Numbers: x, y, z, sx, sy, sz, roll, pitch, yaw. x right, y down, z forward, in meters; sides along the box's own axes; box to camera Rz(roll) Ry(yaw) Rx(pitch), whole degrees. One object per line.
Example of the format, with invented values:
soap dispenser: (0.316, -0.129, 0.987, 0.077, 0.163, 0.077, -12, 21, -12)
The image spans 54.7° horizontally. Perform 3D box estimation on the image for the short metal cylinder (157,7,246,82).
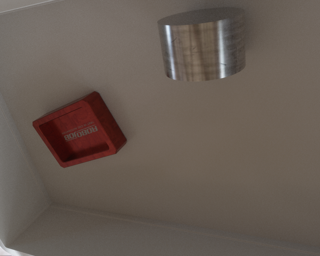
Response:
short metal cylinder: (0.041, -0.083, 0.300, 0.080, 0.080, 0.050, 5, 121, 25)

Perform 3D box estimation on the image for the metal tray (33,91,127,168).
metal tray: (-0.125, 0.007, 0.472, 0.130, 0.030, 0.090, -17, 110, 34)
